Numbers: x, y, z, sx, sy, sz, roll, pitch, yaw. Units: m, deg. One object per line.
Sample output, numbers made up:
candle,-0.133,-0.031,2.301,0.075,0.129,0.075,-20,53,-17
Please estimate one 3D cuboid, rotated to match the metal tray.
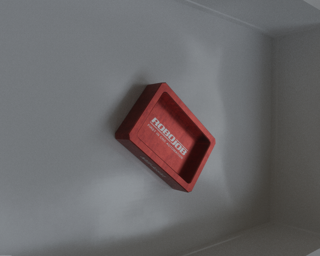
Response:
metal tray,0.013,0.015,0.413,0.130,0.030,0.090,45,63,-31
